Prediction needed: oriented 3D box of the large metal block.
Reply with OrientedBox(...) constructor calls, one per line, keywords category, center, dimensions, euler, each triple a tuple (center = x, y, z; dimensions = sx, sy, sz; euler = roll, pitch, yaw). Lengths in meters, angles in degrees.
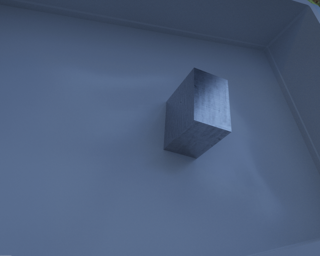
OrientedBox(category="large metal block", center=(0.046, -0.017, 0.405), dimensions=(0.050, 0.080, 0.080), euler=(17, 55, -19))
